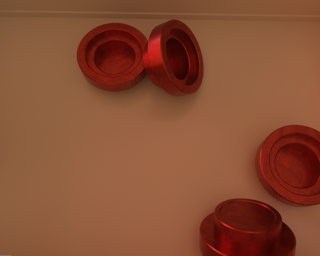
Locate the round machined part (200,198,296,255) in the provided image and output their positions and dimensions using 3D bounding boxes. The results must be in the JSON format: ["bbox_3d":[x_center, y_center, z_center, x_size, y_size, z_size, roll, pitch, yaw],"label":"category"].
[{"bbox_3d":[0.092,0.109,0.329,0.099,0.098,0.042,-1,105,-1],"label":"round machined part"}]

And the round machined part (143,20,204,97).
[{"bbox_3d":[0.015,-0.090,0.415,0.042,0.098,0.098,-9,65,38],"label":"round machined part"}]

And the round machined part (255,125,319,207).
[{"bbox_3d":[0.167,0.049,0.385,0.099,0.042,0.098,0,70,-1],"label":"round machined part"}]

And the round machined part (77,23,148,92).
[{"bbox_3d":[-0.062,-0.094,0.434,0.099,0.042,0.098,0,70,-1],"label":"round machined part"}]
